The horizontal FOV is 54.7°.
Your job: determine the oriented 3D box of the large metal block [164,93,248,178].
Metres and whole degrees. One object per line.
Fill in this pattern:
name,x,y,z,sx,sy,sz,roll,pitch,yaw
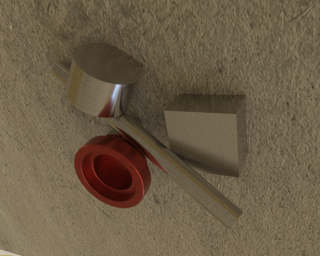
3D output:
large metal block,0.057,0.006,0.365,0.080,0.050,0.079,4,121,25

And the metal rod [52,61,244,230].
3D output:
metal rod,-0.028,0.008,0.379,0.300,0.025,0.025,40,130,19

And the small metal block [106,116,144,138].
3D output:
small metal block,-0.042,0.018,0.425,0.025,0.050,0.050,-2,118,29

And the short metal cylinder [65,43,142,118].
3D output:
short metal cylinder,-0.068,-0.058,0.371,0.080,0.080,0.050,33,128,6

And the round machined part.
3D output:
round machined part,-0.055,0.050,0.392,0.098,0.042,0.097,13,125,20
